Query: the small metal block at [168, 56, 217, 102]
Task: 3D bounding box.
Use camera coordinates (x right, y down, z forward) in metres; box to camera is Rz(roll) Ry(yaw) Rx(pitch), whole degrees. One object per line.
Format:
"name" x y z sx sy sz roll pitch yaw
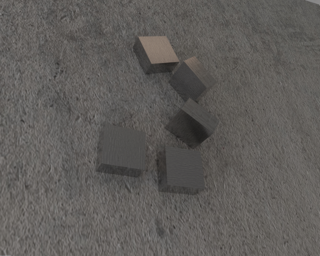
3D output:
"small metal block" 0.047 -0.068 0.454 0.025 0.050 0.050 -33 80 -38

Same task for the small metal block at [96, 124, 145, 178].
"small metal block" -0.045 0.027 0.363 0.050 0.025 0.050 12 57 -22

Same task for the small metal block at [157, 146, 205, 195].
"small metal block" 0.025 0.053 0.384 0.050 0.025 0.050 11 57 -23

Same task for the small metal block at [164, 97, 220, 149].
"small metal block" 0.042 -0.005 0.413 0.050 0.050 0.025 37 51 -4

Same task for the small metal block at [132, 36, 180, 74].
"small metal block" -0.006 -0.111 0.467 0.050 0.025 0.050 -12 68 -33
